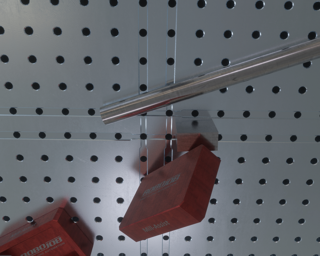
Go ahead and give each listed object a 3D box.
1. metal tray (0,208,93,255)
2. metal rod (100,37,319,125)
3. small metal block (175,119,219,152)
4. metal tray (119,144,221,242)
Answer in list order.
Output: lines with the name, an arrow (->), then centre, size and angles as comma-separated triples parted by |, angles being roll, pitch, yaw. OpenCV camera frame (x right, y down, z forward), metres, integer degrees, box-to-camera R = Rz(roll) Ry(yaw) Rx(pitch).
metal tray -> -0.183, 0.190, 0.478 | 0.130, 0.030, 0.090 | -28, 108, 9
metal rod -> 0.069, -0.060, 0.392 | 0.301, 0.025, 0.025 | -17, 109, 6
small metal block -> 0.046, 0.008, 0.404 | 0.050, 0.050, 0.025 | -1, 110, 0
metal tray -> 0.010, 0.082, 0.380 | 0.030, 0.090, 0.129 | 41, 135, -14
